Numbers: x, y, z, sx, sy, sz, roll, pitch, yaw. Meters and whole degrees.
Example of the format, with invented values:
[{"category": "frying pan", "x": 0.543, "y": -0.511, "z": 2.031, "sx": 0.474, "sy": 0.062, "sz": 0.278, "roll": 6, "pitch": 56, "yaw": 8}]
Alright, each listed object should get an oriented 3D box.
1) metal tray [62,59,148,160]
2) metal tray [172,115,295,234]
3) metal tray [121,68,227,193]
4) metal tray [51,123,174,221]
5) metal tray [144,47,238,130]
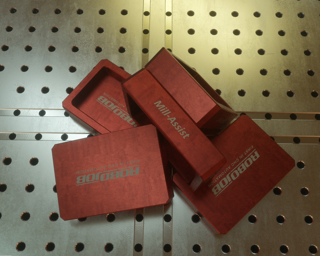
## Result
[{"category": "metal tray", "x": -0.051, "y": -0.024, "z": 0.417, "sx": 0.130, "sy": 0.030, "sz": 0.090, "roll": 34, "pitch": 73, "yaw": 11}, {"category": "metal tray", "x": 0.090, "y": 0.056, "z": 0.388, "sx": 0.130, "sy": 0.030, "sz": 0.090, "roll": -39, "pitch": 75, "yaw": -14}, {"category": "metal tray", "x": 0.011, "y": 0.006, "z": 0.343, "sx": 0.030, "sy": 0.090, "sz": 0.130, "roll": -37, "pitch": 75, "yaw": -12}, {"category": "metal tray", "x": -0.056, "y": 0.052, "z": 0.364, "sx": 0.131, "sy": 0.030, "sz": 0.090, "roll": -12, "pitch": 81, "yaw": 10}, {"category": "metal tray", "x": 0.043, "y": -0.041, "z": 0.372, "sx": 0.030, "sy": 0.130, "sz": 0.090, "roll": -45, "pitch": 74, "yaw": 15}]
